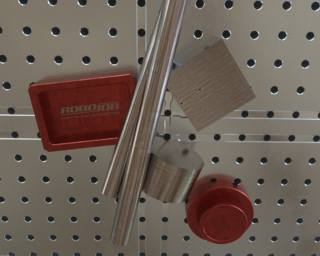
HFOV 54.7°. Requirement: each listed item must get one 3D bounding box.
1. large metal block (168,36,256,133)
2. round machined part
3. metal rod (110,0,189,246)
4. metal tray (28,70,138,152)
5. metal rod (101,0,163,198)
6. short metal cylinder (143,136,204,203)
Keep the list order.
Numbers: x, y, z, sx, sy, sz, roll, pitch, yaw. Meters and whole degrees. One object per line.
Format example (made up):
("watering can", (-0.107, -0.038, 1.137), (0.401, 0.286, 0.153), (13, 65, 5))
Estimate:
("large metal block", (0.057, -0.055, 0.381), (0.080, 0.050, 0.080), (-32, 107, 11))
("round machined part", (0.089, 0.129, 0.453), (0.099, 0.042, 0.097), (0, 110, -1))
("metal rod", (-0.016, 0.000, 0.354), (0.025, 0.025, 0.298), (13, 103, -5))
("metal tray", (-0.091, -0.022, 0.401), (0.131, 0.030, 0.089), (-6, 110, 2))
("metal rod", (-0.014, -0.057, 0.365), (0.025, 0.025, 0.298), (18, 99, -7))
("short metal cylinder", (0.010, 0.052, 0.404), (0.080, 0.080, 0.050), (19, 109, -8))
